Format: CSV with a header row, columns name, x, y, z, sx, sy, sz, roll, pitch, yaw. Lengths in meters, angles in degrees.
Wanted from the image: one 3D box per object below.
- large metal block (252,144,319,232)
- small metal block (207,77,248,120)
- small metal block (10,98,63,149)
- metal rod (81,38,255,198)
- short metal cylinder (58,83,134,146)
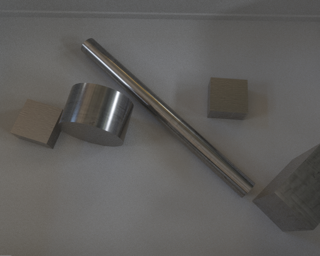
name,x,y,z,sx,sy,sz,roll,pitch,yaw
large metal block,0.163,0.071,0.357,0.080,0.080,0.050,-41,75,-14
small metal block,0.092,-0.040,0.425,0.050,0.025,0.050,4,70,1
small metal block,-0.159,-0.005,0.410,0.050,0.025,0.050,17,71,5
metal rod,0.002,-0.022,0.417,0.300,0.025,0.025,43,75,13
short metal cylinder,-0.078,-0.014,0.385,0.080,0.080,0.050,12,71,4
